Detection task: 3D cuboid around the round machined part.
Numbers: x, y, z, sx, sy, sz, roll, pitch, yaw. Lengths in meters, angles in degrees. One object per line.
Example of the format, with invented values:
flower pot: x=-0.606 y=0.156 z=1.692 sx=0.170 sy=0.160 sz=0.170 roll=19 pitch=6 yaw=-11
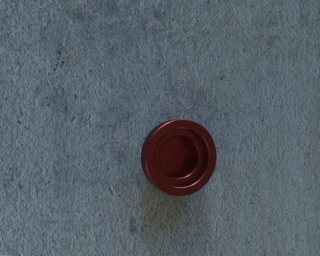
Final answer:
round machined part: x=0.021 y=0.037 z=0.410 sx=0.099 sy=0.042 sz=0.097 roll=0 pitch=90 yaw=-21
